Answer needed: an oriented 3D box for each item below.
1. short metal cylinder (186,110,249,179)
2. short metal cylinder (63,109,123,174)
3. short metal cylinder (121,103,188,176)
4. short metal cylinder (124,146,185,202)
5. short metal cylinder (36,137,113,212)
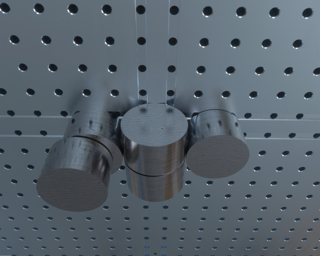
[{"bbox_3d":[0.073,0.022,0.414,0.081,0.050,0.079,0,130,0],"label":"short metal cylinder"},{"bbox_3d":[-0.088,0.021,0.412,0.081,0.050,0.079,0,130,0],"label":"short metal cylinder"},{"bbox_3d":[-0.007,0.013,0.387,0.081,0.080,0.050,1,131,-1],"label":"short metal cylinder"},{"bbox_3d":[-0.006,0.052,0.419,0.080,0.080,0.050,-1,130,0],"label":"short metal cylinder"},{"bbox_3d":[-0.101,0.057,0.375,0.081,0.050,0.079,0,130,0],"label":"short metal cylinder"}]
